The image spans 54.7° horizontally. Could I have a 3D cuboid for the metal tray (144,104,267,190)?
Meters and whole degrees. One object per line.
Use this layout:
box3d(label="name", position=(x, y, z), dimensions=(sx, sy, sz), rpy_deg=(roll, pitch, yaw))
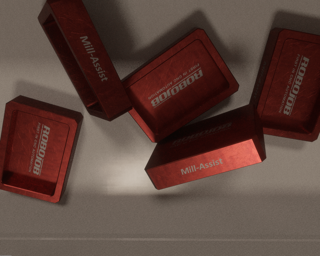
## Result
box3d(label="metal tray", position=(0.054, 0.021, 0.368), dimensions=(0.130, 0.090, 0.030), rpy_deg=(-20, 110, 23))

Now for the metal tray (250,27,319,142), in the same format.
box3d(label="metal tray", position=(0.170, -0.053, 0.391), dimensions=(0.091, 0.030, 0.129), rpy_deg=(9, 110, -4))

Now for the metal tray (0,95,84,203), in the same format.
box3d(label="metal tray", position=(-0.164, 0.031, 0.417), dimensions=(0.091, 0.030, 0.129), rpy_deg=(16, 109, -7))

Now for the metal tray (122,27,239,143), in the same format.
box3d(label="metal tray", position=(0.020, -0.052, 0.389), dimensions=(0.130, 0.030, 0.090), rpy_deg=(-34, 107, 11))

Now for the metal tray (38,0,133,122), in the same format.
box3d(label="metal tray", position=(-0.085, -0.074, 0.346), dimensions=(0.030, 0.090, 0.129), rpy_deg=(-32, 110, -20))
